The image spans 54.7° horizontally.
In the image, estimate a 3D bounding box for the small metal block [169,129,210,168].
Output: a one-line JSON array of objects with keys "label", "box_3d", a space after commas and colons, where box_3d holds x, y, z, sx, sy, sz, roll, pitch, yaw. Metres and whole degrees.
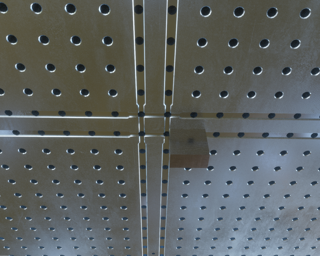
[{"label": "small metal block", "box_3d": [0.038, 0.027, 0.419, 0.050, 0.050, 0.025, 1, 130, -1]}]
